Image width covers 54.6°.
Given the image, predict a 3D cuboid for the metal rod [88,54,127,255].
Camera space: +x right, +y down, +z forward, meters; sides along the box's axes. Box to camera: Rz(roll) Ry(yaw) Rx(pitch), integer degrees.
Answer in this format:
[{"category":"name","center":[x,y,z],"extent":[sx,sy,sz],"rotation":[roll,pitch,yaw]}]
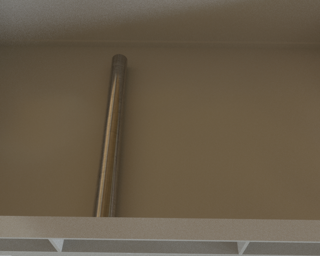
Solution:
[{"category":"metal rod","center":[-0.061,0.007,0.399],"extent":[0.025,0.025,0.300],"rotation":[-1,50,-1]}]
